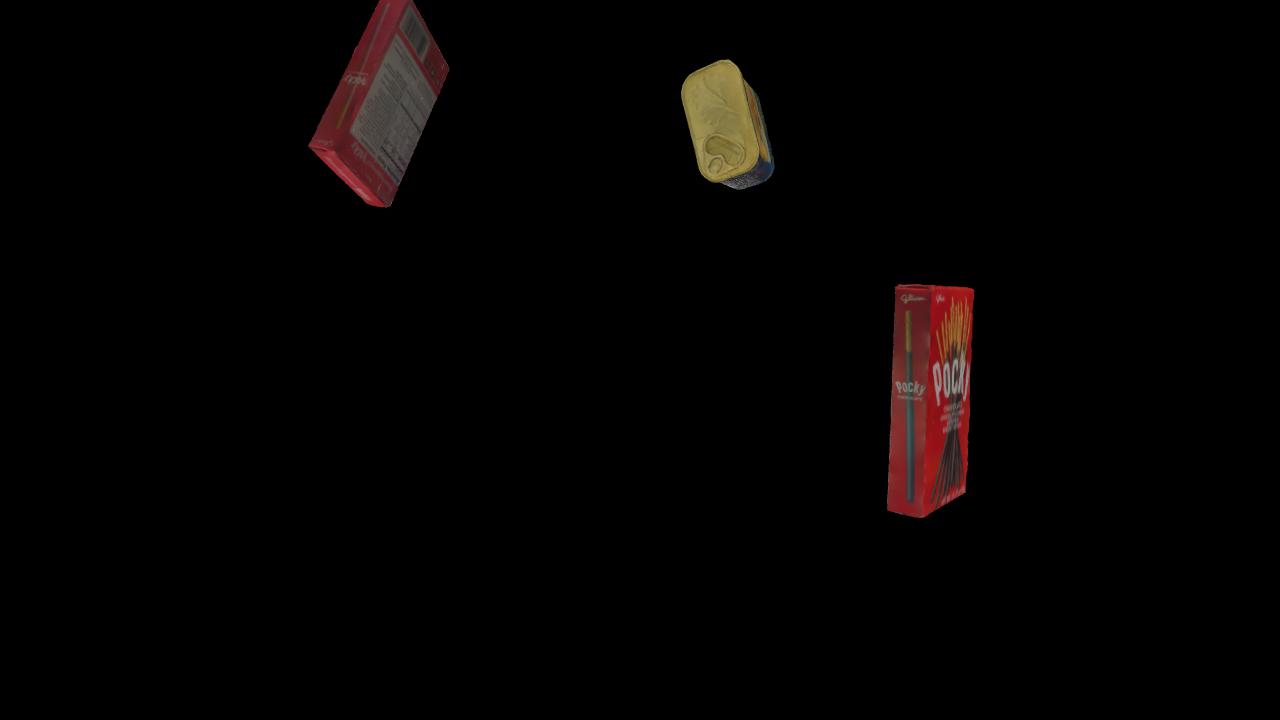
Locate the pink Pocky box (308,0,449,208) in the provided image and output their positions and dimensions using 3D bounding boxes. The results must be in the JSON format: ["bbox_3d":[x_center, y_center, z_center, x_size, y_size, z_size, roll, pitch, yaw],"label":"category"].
[{"bbox_3d":[-0.217,-0.218,0.525,0.029,0.155,0.084,14,-14,11],"label":"pink Pocky box"}]

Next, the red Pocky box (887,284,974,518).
[{"bbox_3d":[0.204,0.025,0.428,0.083,0.155,0.028,-5,7,-43],"label":"red Pocky box"}]

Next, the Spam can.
[{"bbox_3d":[0.087,-0.218,0.585,0.058,0.101,0.085,-13,3,25],"label":"Spam can"}]
